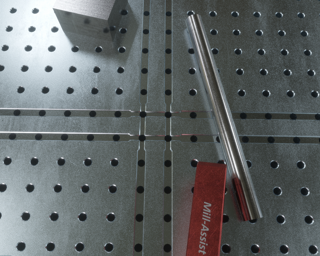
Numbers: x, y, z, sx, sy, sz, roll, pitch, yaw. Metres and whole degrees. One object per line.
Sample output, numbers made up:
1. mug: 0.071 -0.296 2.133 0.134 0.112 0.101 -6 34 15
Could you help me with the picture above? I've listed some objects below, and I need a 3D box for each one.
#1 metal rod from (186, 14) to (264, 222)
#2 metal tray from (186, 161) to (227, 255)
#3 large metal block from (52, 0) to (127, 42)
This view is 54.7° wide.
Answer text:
1. metal rod: 0.082 -0.028 0.422 0.025 0.025 0.299 -11 70 -4
2. metal tray: 0.051 0.110 0.335 0.030 0.090 0.130 5 70 13
3. large metal block: -0.101 -0.186 0.465 0.080 0.050 0.080 14 71 4
